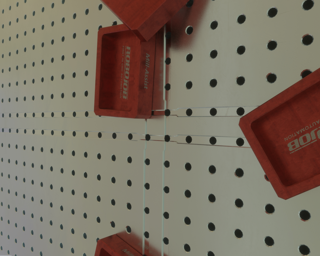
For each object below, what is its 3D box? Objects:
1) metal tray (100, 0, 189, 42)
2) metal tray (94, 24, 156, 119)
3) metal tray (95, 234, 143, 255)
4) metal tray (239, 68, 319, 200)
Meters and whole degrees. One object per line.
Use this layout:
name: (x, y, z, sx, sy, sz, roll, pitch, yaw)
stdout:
metal tray: (-0.030, -0.185, 0.408, 0.090, 0.030, 0.130, -43, 62, 6)
metal tray: (-0.052, -0.080, 0.446, 0.090, 0.030, 0.129, 6, 94, 39)
metal tray: (-0.045, 0.225, 0.440, 0.130, 0.030, 0.089, 22, 104, 37)
metal tray: (0.149, -0.001, 0.282, 0.130, 0.030, 0.090, -37, 68, 33)
